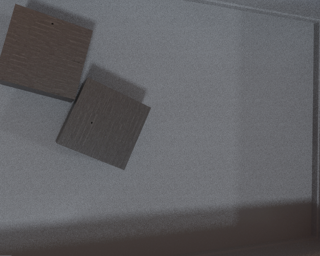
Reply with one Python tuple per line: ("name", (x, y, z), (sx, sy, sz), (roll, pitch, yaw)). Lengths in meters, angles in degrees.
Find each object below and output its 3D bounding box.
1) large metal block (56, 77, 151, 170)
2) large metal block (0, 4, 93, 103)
("large metal block", (-0.069, -0.004, 0.372), (0.080, 0.050, 0.080), (25, 82, -19))
("large metal block", (-0.129, -0.079, 0.350), (0.081, 0.050, 0.080), (15, 85, -20))
